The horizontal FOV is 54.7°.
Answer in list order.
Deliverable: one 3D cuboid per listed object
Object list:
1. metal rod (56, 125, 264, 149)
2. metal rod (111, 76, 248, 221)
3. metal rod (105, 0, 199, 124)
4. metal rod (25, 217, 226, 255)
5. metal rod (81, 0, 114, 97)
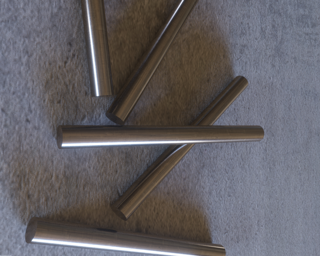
[{"bbox_3d":[0.024,0.009,0.400,0.303,0.025,0.025,0,90,-32],"label":"metal rod"},{"bbox_3d":[0.044,0.012,0.444,0.301,0.025,0.025,-44,117,-31],"label":"metal rod"},{"bbox_3d":[0.014,-0.133,0.417,0.025,0.025,0.300,43,64,-32],"label":"metal rod"},{"bbox_3d":[-0.016,0.147,0.393,0.302,0.025,0.025,24,75,-38],"label":"metal rod"},{"bbox_3d":[-0.079,-0.184,0.339,0.025,0.025,0.298,-9,96,-40],"label":"metal rod"}]
